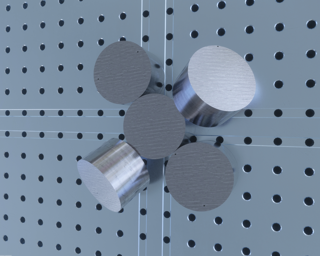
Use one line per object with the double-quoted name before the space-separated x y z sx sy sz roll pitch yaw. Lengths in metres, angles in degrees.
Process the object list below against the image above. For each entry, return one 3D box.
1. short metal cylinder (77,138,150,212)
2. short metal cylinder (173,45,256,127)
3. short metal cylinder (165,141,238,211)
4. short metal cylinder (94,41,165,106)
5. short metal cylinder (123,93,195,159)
"short metal cylinder" -0.060 0.060 0.397 0.080 0.050 0.079 30 140 29
"short metal cylinder" 0.061 -0.046 0.356 0.081 0.050 0.080 6 68 -16
"short metal cylinder" 0.053 0.056 0.380 0.080 0.050 0.079 0 90 19
"short metal cylinder" -0.040 -0.070 0.412 0.080 0.050 0.079 0 90 19
"short metal cylinder" 0.000 -0.002 0.398 0.080 0.050 0.079 0 90 19
